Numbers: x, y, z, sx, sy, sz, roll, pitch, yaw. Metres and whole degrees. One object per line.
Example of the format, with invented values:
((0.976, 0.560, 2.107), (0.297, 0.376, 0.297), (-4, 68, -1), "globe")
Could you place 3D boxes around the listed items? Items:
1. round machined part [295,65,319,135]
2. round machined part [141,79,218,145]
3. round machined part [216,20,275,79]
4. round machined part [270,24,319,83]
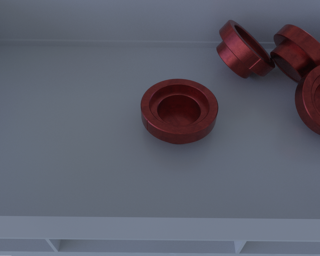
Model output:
((0.225, -0.034, 0.409), (0.099, 0.042, 0.098), (1, 78, -4), "round machined part")
((0.025, -0.017, 0.409), (0.099, 0.042, 0.098), (0, 50, 0), "round machined part")
((0.124, -0.114, 0.470), (0.098, 0.042, 0.098), (31, 33, -23), "round machined part")
((0.204, -0.103, 0.459), (0.042, 0.098, 0.098), (-44, 56, 11), "round machined part")
